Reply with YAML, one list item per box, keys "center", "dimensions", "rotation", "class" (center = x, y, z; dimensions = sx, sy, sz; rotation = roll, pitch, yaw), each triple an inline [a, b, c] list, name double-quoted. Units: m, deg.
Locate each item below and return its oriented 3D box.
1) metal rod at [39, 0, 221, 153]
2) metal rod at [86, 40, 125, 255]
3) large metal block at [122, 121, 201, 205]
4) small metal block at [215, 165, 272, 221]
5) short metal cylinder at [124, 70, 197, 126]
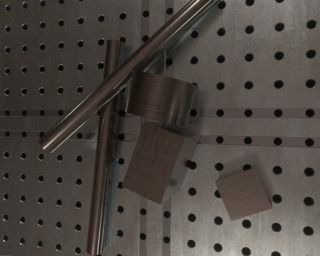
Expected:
- center: [-0.043, -0.073, 0.405]
  dimensions: [0.300, 0.025, 0.025]
  rotation: [-41, 77, 6]
  class: "metal rod"
- center: [-0.077, 0.028, 0.438]
  dimensions: [0.025, 0.025, 0.298]
  rotation: [7, 92, 19]
  class: "metal rod"
- center: [0.005, 0.038, 0.381]
  dimensions: [0.050, 0.080, 0.080]
  rotation: [22, 97, 18]
  class: "large metal block"
- center: [0.102, 0.079, 0.376]
  dimensions: [0.050, 0.025, 0.050]
  rotation: [-24, 82, 18]
  class: "small metal block"
- center: [0.000, -0.037, 0.382]
  dimensions: [0.080, 0.080, 0.050]
  rotation: [15, 95, 19]
  class: "short metal cylinder"
